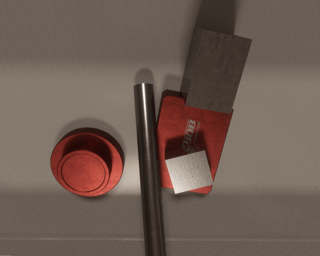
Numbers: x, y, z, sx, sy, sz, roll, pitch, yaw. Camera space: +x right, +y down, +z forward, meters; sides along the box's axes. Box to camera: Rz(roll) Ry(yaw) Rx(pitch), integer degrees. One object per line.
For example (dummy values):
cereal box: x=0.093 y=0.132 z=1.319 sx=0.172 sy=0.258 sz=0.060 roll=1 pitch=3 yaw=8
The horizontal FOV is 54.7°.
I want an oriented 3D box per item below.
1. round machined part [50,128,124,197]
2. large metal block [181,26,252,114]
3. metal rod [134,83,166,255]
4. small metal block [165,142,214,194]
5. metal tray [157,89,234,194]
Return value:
round machined part: x=-0.099 y=0.052 z=0.420 sx=0.099 sy=0.042 sz=0.097 roll=0 pitch=110 yaw=-1
large metal block: x=0.059 y=-0.070 z=0.357 sx=0.050 sy=0.080 sz=0.079 roll=11 pitch=110 yaw=-4
metal rod: x=-0.009 y=0.094 z=0.376 sx=0.025 sy=0.025 sz=0.298 roll=-5 pitch=83 yaw=1
small metal block: x=0.037 y=0.051 z=0.398 sx=0.050 sy=0.025 sz=0.050 roll=-15 pitch=110 yaw=5
metal tray: x=0.037 y=0.020 z=0.417 sx=0.091 sy=0.030 sz=0.129 roll=10 pitch=110 yaw=-4
